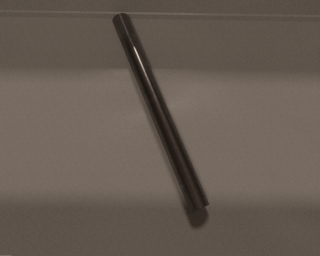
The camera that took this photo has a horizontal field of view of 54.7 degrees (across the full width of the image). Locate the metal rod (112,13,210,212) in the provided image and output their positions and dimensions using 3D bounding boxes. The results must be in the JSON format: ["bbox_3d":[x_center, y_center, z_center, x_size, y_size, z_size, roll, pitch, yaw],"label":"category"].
[{"bbox_3d":[-0.006,-0.034,0.421,0.025,0.025,0.299,-20,71,-7],"label":"metal rod"}]
